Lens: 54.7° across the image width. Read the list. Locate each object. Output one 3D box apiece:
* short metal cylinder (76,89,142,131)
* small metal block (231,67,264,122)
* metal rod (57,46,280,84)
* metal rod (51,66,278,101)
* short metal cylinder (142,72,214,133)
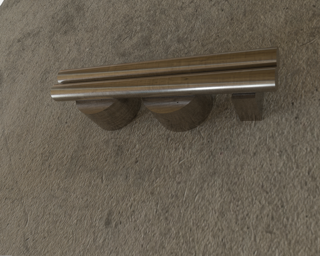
[{"bbox_3d":[-0.074,-0.042,0.453,0.080,0.050,0.080,-13,56,21],"label":"short metal cylinder"},{"bbox_3d":[0.104,-0.041,0.361,0.025,0.050,0.050,-1,61,27],"label":"small metal block"},{"bbox_3d":[-0.011,-0.073,0.390,0.300,0.025,0.025,0,62,28],"label":"metal rod"},{"bbox_3d":[-0.016,-0.050,0.379,0.300,0.025,0.025,0,62,28],"label":"metal rod"},{"bbox_3d":[0.023,-0.041,0.402,0.080,0.050,0.080,-13,56,21],"label":"short metal cylinder"}]
